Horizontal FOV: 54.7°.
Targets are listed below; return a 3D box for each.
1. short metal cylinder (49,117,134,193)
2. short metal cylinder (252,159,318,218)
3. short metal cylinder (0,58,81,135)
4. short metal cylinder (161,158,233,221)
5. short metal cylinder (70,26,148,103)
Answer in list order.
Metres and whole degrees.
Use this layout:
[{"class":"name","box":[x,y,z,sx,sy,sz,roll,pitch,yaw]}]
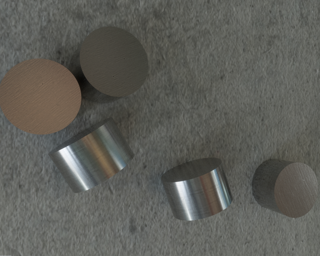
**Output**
[{"class":"short metal cylinder","box":[-0.077,0.029,0.352,0.080,0.080,0.050,-33,101,-17]},{"class":"short metal cylinder","box":[0.188,0.089,0.467,0.081,0.050,0.079,0,90,-20]},{"class":"short metal cylinder","box":[-0.132,-0.033,0.347,0.081,0.050,0.079,0,90,-20]},{"class":"short metal cylinder","box":[0.047,0.076,0.399,0.081,0.080,0.050,-20,97,-19]},{"class":"short metal cylinder","box":[-0.061,-0.072,0.367,0.081,0.050,0.080,3,84,-28]}]
